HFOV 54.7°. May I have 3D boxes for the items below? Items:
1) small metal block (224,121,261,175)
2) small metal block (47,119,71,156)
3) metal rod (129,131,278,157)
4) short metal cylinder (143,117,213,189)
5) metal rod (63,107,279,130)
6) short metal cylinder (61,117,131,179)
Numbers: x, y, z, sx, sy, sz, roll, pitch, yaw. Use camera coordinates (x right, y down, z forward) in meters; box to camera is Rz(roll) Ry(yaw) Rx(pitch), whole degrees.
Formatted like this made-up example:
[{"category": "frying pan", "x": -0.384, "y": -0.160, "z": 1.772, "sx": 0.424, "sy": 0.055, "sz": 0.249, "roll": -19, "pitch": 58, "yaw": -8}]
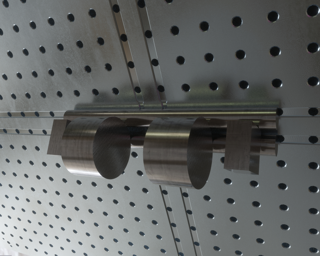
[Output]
[{"category": "small metal block", "x": 0.090, "y": 0.022, "z": 0.332, "sx": 0.025, "sy": 0.050, "sz": 0.050, "roll": 1, "pitch": 78, "yaw": 28}, {"category": "small metal block", "x": -0.130, "y": 0.018, "z": 0.446, "sx": 0.025, "sy": 0.050, "sz": 0.050, "roll": 1, "pitch": 77, "yaw": 28}, {"category": "metal rod", "x": 0.000, "y": 0.018, "z": 0.423, "sx": 0.300, "sy": 0.025, "sz": 0.025, "roll": 1, "pitch": 119, "yaw": 27}, {"category": "short metal cylinder", "x": 0.023, "y": 0.027, "z": 0.352, "sx": 0.050, "sy": 0.080, "sz": 0.080, "roll": 1, "pitch": 119, "yaw": 28}, {"category": "metal rod", "x": -0.005, "y": -0.013, "z": 0.406, "sx": 0.300, "sy": 0.025, "sz": 0.025, "roll": 1, "pitch": 119, "yaw": 27}, {"category": "short metal cylinder", "x": -0.081, "y": 0.025, "z": 0.406, "sx": 0.050, "sy": 0.080, "sz": 0.080, "roll": 1, "pitch": 119, "yaw": 28}]
